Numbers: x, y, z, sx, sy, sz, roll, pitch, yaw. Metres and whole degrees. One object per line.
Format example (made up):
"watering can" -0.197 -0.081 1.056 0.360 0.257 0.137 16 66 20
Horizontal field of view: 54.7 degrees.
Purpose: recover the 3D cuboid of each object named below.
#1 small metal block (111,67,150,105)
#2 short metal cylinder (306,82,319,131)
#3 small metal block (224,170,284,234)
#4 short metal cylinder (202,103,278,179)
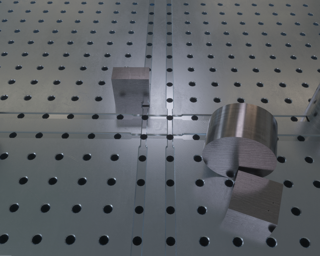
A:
"small metal block" -0.040 -0.059 0.441 0.050 0.050 0.025 0 50 0
"short metal cylinder" 0.249 -0.031 0.420 0.081 0.050 0.080 0 50 0
"small metal block" 0.104 0.081 0.341 0.050 0.025 0.050 17 52 13
"short metal cylinder" 0.093 0.017 0.358 0.080 0.080 0.050 11 51 9
